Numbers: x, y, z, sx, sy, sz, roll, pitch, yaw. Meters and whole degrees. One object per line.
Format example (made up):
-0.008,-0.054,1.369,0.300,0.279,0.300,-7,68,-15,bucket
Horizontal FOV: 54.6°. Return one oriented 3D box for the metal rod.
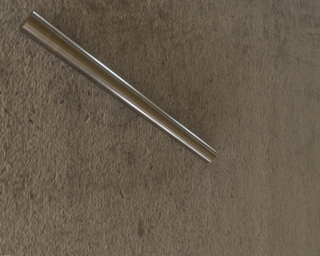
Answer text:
-0.027,-0.031,0.381,0.301,0.025,0.025,36,68,-34,metal rod
